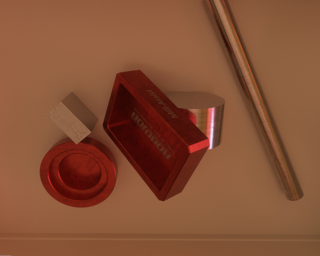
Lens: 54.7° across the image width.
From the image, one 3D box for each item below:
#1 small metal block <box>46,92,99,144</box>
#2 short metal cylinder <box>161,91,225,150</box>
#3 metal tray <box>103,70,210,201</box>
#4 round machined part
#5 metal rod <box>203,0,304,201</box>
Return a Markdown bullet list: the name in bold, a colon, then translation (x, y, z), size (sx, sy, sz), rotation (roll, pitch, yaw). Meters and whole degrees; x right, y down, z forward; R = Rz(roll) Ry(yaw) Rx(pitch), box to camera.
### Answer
- **small metal block**: translation (-0.108, -0.014, 0.391), size (0.025, 0.050, 0.050), rotation (-39, 106, 12)
- **short metal cylinder**: translation (0.037, -0.011, 0.379), size (0.081, 0.080, 0.050), rotation (0, 110, -1)
- **metal tray**: translation (-0.012, 0.006, 0.353), size (0.030, 0.130, 0.089), rotation (-17, 144, -39)
- **round machined part**: translation (-0.107, 0.055, 0.421), size (0.099, 0.042, 0.097), rotation (0, 110, -1)
- **metal rod**: translation (0.129, -0.028, 0.403), size (0.025, 0.025, 0.299), rotation (-25, 109, 8)
